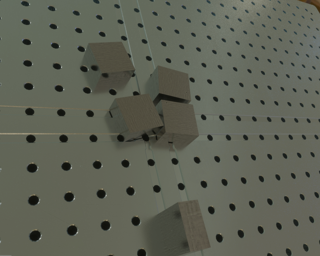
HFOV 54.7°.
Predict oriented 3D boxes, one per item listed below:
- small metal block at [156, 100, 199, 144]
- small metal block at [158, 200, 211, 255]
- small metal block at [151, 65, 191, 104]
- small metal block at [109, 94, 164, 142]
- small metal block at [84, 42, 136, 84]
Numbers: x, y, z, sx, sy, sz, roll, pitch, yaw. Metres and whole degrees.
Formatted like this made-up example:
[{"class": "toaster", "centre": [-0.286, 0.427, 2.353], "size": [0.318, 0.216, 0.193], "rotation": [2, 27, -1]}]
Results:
[{"class": "small metal block", "centre": [0.022, -0.008, 0.427], "size": [0.050, 0.025, 0.050], "rotation": [7, 59, -25]}, {"class": "small metal block", "centre": [0.025, 0.111, 0.339], "size": [0.025, 0.050, 0.050], "rotation": [0, 62, -29]}, {"class": "small metal block", "centre": [0.015, -0.059, 0.454], "size": [0.050, 0.025, 0.050], "rotation": [11, 57, -23]}, {"class": "small metal block", "centre": [-0.031, -0.014, 0.402], "size": [0.050, 0.025, 0.050], "rotation": [-13, 69, -34]}, {"class": "small metal block", "centre": [-0.069, -0.090, 0.427], "size": [0.050, 0.025, 0.050], "rotation": [-13, 69, -34]}]
